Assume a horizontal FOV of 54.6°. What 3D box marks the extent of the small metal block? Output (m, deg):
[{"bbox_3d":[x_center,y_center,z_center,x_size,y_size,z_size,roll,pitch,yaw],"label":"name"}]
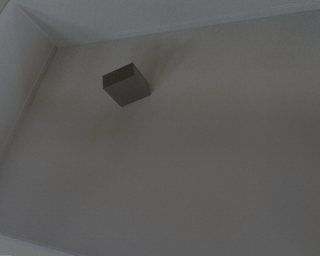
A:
[{"bbox_3d":[-0.049,-0.062,0.454,0.050,0.050,0.025,-21,54,16],"label":"small metal block"}]
